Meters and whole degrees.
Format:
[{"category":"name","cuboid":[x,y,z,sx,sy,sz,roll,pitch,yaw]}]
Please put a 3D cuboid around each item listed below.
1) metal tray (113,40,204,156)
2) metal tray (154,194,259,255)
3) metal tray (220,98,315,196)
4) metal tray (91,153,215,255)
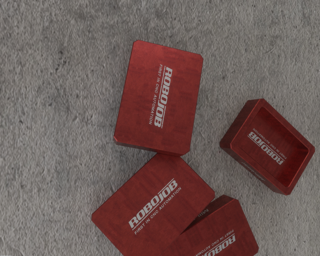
[{"category":"metal tray","cuboid":[-0.001,-0.036,0.386,0.091,0.030,0.129,12,77,-8]},{"category":"metal tray","cuboid":[0.066,0.164,0.431,0.131,0.030,0.090,-27,99,-18]},{"category":"metal tray","cuboid":[0.164,0.029,0.466,0.130,0.030,0.090,39,78,-16]},{"category":"metal tray","cuboid":[-0.007,0.097,0.388,0.130,0.030,0.090,-43,83,-15]}]
